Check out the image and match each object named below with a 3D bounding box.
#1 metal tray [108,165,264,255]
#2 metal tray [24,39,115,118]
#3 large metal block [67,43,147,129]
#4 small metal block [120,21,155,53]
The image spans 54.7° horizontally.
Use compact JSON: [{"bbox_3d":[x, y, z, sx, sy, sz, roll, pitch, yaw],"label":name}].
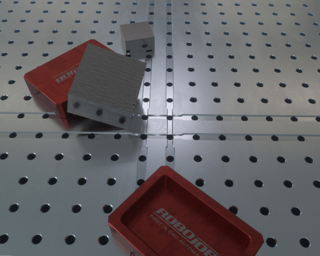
[{"bbox_3d":[0.024,0.107,0.313,0.130,0.030,0.090,34,58,25],"label":"metal tray"},{"bbox_3d":[-0.123,-0.079,0.470,0.090,0.030,0.131,36,58,26],"label":"metal tray"},{"bbox_3d":[-0.070,-0.054,0.411,0.080,0.050,0.080,17,63,-10],"label":"large metal block"},{"bbox_3d":[-0.040,-0.159,0.541,0.050,0.025,0.050,-12,51,-10],"label":"small metal block"}]
